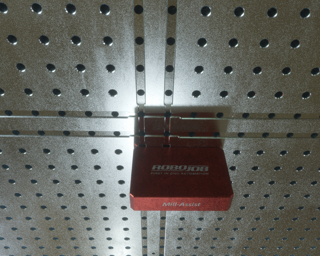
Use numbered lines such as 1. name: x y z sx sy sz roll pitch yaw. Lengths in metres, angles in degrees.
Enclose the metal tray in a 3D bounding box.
1. metal tray: 0.027 0.068 0.427 0.131 0.090 0.030 1 130 -1
